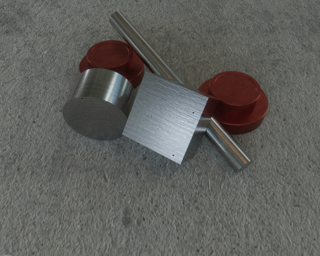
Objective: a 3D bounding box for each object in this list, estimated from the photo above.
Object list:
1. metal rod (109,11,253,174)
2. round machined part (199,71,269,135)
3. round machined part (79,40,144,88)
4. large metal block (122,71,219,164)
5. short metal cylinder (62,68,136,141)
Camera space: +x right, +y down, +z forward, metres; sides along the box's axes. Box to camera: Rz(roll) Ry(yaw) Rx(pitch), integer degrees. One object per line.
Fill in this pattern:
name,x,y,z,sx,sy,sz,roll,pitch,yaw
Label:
metal rod,0.016,-0.063,0.425,0.025,0.025,0.300,-28,65,-22
round machined part,0.100,-0.041,0.428,0.099,0.042,0.098,0,50,0
round machined part,-0.074,-0.098,0.474,0.099,0.042,0.098,0,50,0
large metal block,0.013,-0.014,0.371,0.080,0.080,0.050,26,13,20
short metal cylinder,-0.075,-0.028,0.391,0.080,0.080,0.050,5,50,4
